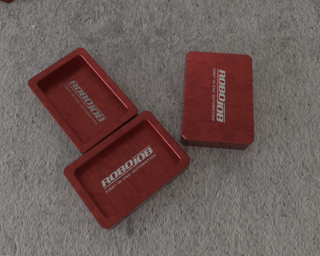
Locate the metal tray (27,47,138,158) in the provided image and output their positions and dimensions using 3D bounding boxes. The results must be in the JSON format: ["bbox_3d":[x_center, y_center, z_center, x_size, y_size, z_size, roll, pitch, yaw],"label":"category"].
[{"bbox_3d":[-0.102,-0.037,0.417,0.090,0.030,0.130,-38,75,-13],"label":"metal tray"}]

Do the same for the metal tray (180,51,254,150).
[{"bbox_3d":[0.077,-0.039,0.420,0.091,0.030,0.130,4,70,1],"label":"metal tray"}]

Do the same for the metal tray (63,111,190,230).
[{"bbox_3d":[-0.039,0.050,0.386,0.131,0.030,0.090,-37,74,-13],"label":"metal tray"}]

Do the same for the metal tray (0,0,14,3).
[{"bbox_3d":[-0.254,-0.273,0.503,0.090,0.030,0.130,21,71,7],"label":"metal tray"}]
